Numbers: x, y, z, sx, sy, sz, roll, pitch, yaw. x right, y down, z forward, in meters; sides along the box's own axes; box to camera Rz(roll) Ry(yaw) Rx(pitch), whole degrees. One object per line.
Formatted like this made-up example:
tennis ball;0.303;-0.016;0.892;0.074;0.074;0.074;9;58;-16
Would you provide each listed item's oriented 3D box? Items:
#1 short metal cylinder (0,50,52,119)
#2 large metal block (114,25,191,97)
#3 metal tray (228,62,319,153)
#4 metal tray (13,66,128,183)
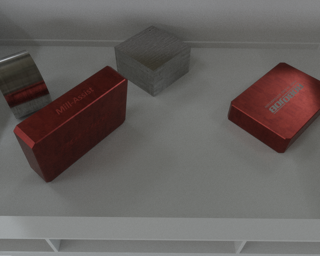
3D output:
short metal cylinder;-0.187;-0.058;0.416;0.050;0.080;0.080;-28;56;-21
large metal block;-0.011;-0.105;0.477;0.080;0.050;0.080;36;58;26
metal tray;0.170;-0.034;0.432;0.131;0.030;0.090;-36;59;-27
metal tray;-0.095;-0.005;0.363;0.030;0.089;0.131;38;59;16
